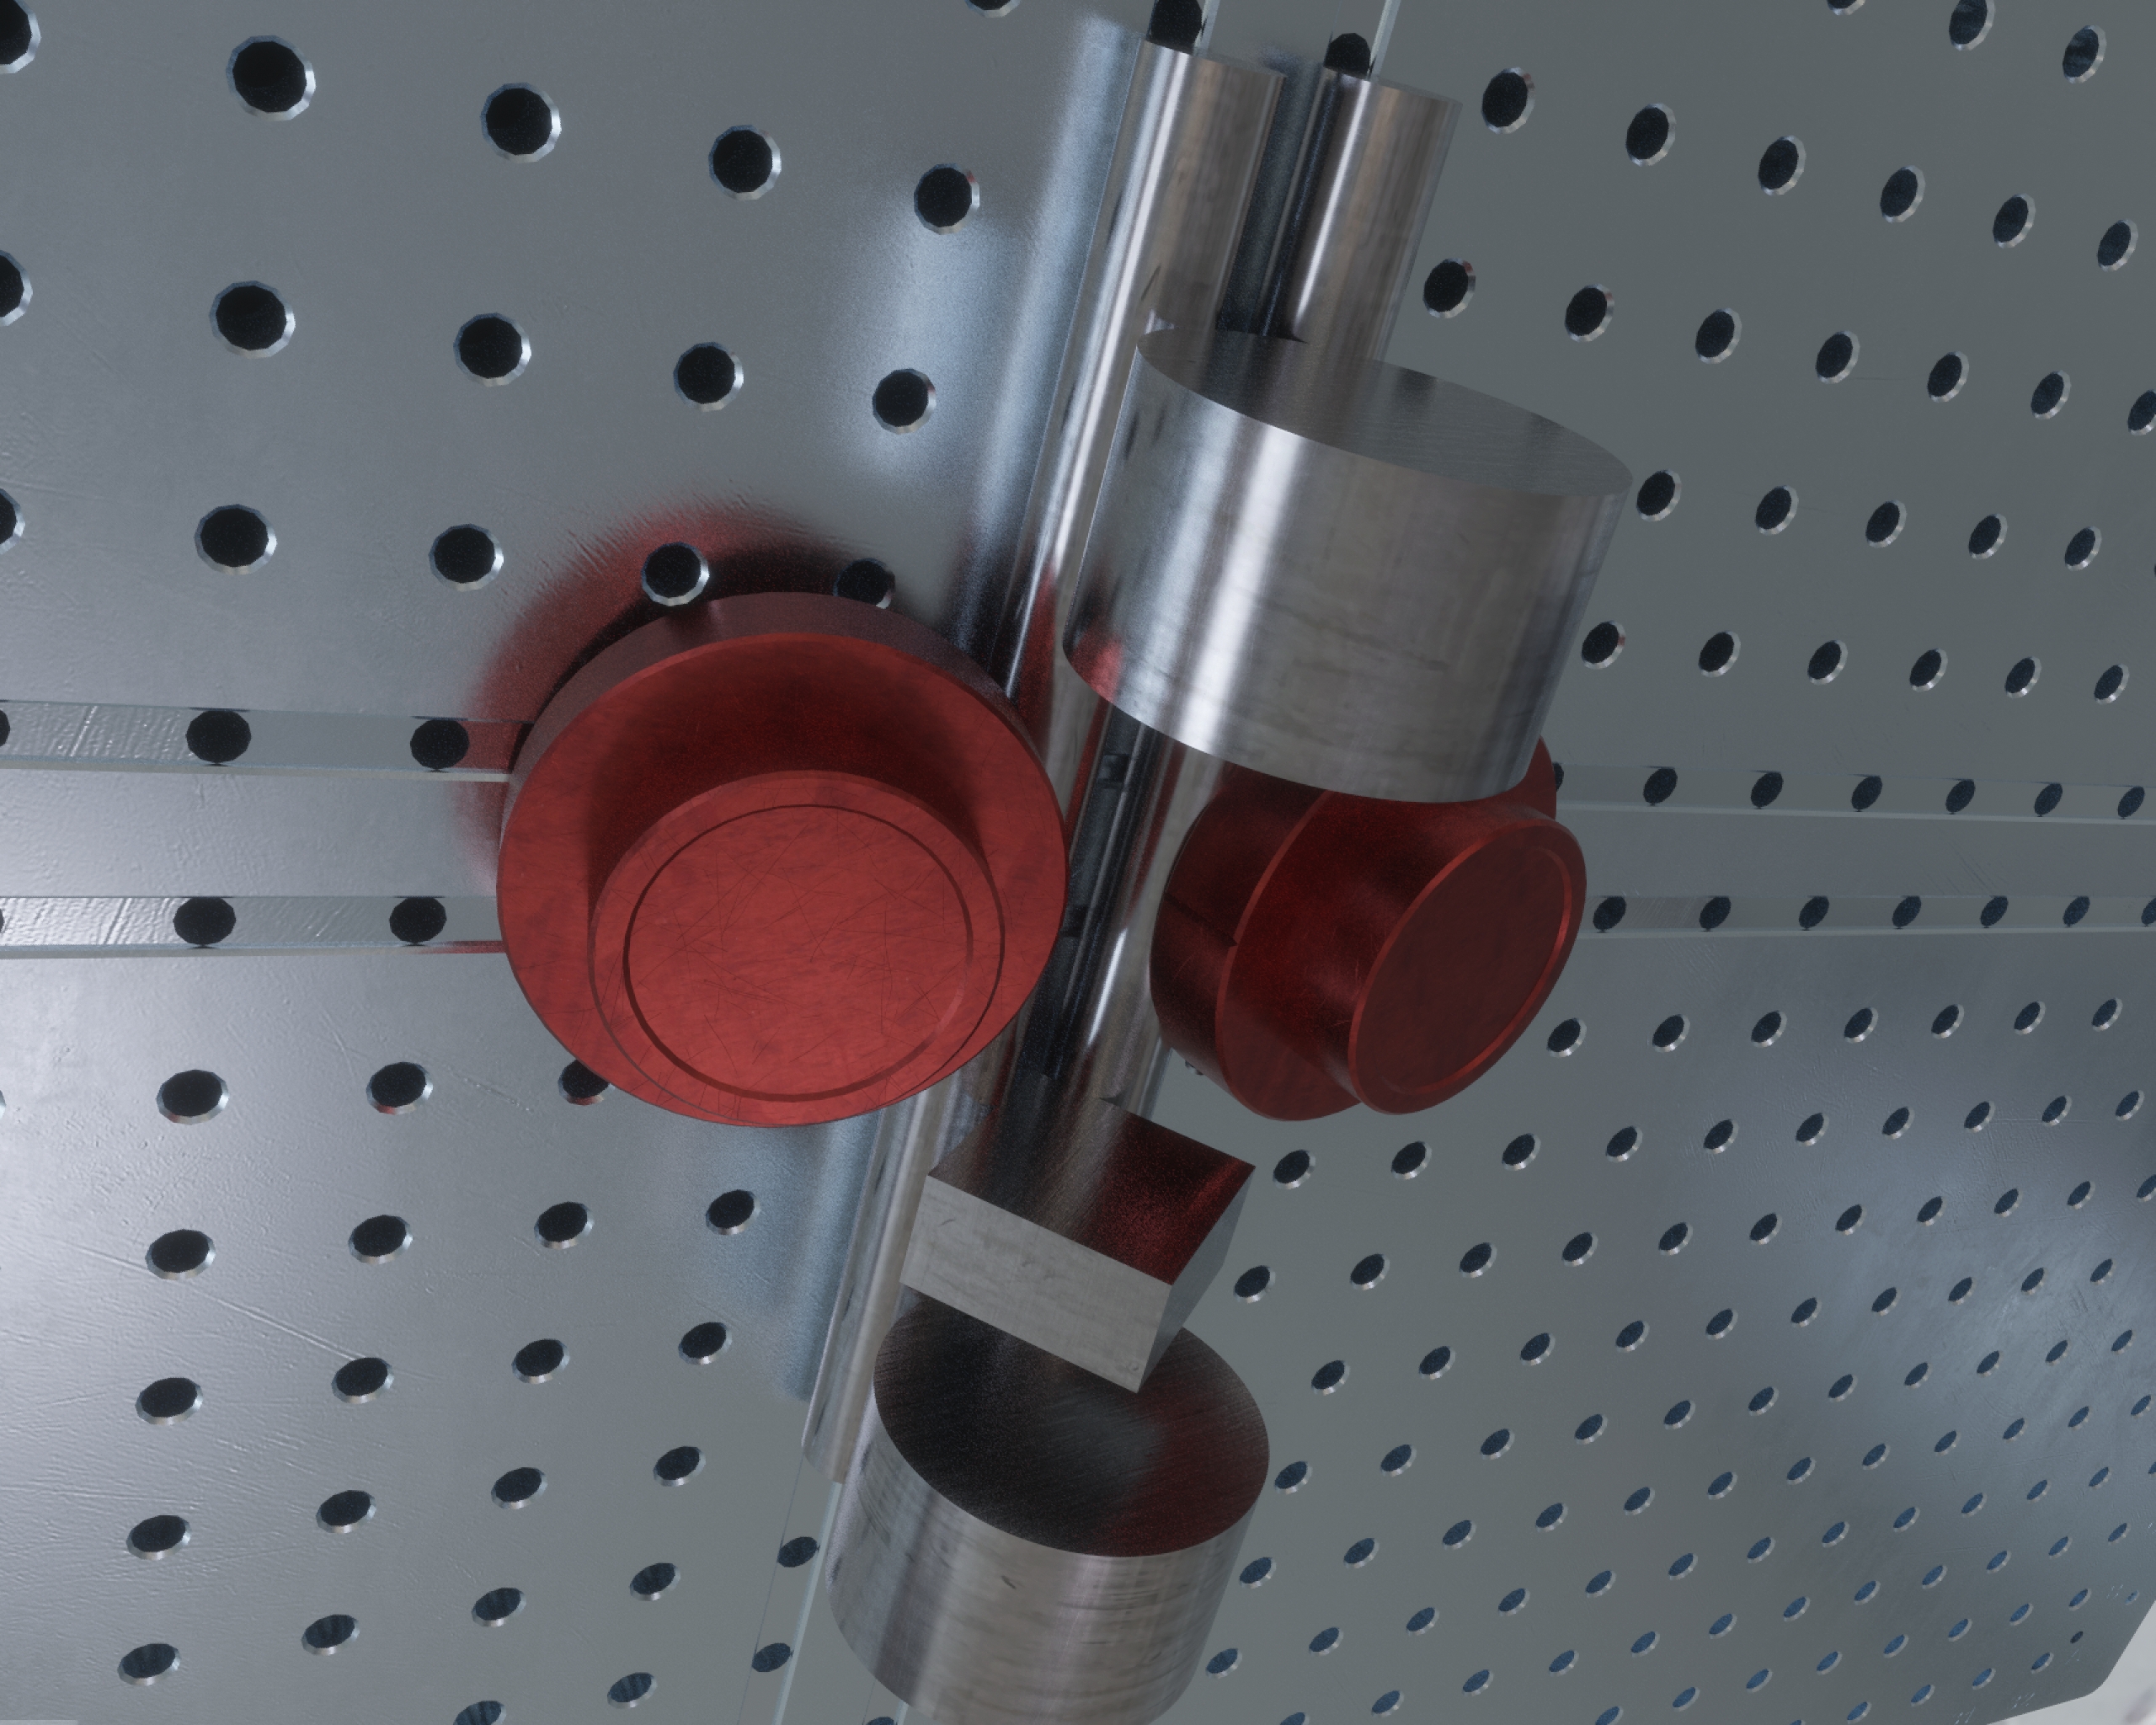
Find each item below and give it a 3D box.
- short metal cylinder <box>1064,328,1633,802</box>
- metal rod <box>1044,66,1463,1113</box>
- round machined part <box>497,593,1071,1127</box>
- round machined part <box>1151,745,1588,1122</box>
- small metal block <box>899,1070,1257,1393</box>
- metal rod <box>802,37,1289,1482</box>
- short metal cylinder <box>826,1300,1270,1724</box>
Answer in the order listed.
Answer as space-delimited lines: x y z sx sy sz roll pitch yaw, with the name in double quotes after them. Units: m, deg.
0.042 -0.050 0.339 0.081 0.080 0.050 1 118 -29 "short metal cylinder"
0.018 -0.002 0.418 0.025 0.025 0.298 1 118 -29 "metal rod"
-0.049 0.006 0.361 0.099 0.042 0.097 -6 119 -10 "round machined part"
0.065 0.012 0.426 0.099 0.042 0.097 -26 134 -30 "round machined part"
0.001 0.071 0.409 0.050 0.050 0.025 -39 148 -61 "small metal block"
-0.013 -0.001 0.402 0.025 0.025 0.298 1 118 -29 "metal rod"
-0.007 0.130 0.424 0.081 0.080 0.050 1 118 -29 "short metal cylinder"
